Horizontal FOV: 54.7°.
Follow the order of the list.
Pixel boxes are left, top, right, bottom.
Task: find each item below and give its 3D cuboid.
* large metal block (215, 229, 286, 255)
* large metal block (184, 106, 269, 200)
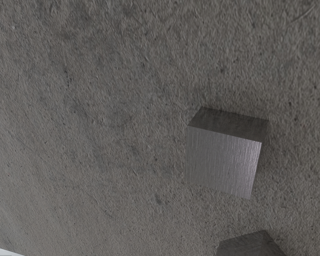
[{"bbox_3d":[0.135,0.202,0.444,0.080,0.050,0.080,-34,100,38],"label":"large metal block"},{"bbox_3d":[0.077,0.028,0.367,0.080,0.050,0.079,14,124,20],"label":"large metal block"}]
